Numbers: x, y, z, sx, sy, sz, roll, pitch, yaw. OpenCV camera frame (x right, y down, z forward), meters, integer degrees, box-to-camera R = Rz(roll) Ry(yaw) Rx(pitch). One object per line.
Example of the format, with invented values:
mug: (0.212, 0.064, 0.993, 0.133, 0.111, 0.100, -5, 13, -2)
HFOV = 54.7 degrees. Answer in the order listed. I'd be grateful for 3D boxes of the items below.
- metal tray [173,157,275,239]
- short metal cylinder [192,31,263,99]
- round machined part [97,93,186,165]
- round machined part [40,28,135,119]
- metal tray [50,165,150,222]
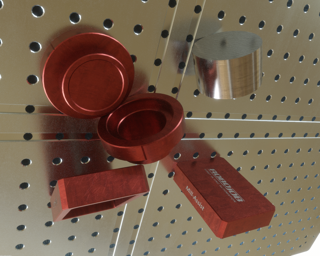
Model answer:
metal tray: (0.089, 0.094, 0.452, 0.091, 0.130, 0.030, -4, 120, -27)
short metal cylinder: (0.082, -0.078, 0.374, 0.081, 0.080, 0.050, -24, 128, -14)
round machined part: (-0.019, 0.004, 0.358, 0.099, 0.098, 0.042, -25, 129, -14)
round machined part: (-0.073, -0.052, 0.329, 0.099, 0.042, 0.097, -14, 124, -21)
metal tray: (-0.077, 0.080, 0.366, 0.091, 0.030, 0.129, -7, 162, -25)
